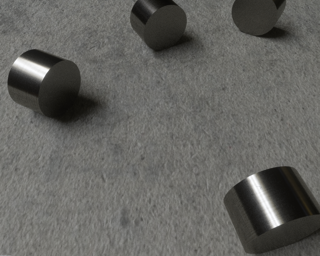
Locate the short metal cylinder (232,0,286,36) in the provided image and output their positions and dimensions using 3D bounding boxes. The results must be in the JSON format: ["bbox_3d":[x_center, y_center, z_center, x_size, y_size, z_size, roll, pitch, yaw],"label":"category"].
[{"bbox_3d":[0.175,-0.213,0.549,0.080,0.080,0.050,25,54,19],"label":"short metal cylinder"}]

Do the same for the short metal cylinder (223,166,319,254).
[{"bbox_3d":[0.109,0.081,0.301,0.081,0.080,0.050,-12,51,-10],"label":"short metal cylinder"}]

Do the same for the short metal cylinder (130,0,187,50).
[{"bbox_3d":[-0.003,-0.178,0.517,0.081,0.080,0.050,-23,54,-18],"label":"short metal cylinder"}]

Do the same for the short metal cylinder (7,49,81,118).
[{"bbox_3d":[-0.153,-0.060,0.416,0.050,0.080,0.080,22,53,17],"label":"short metal cylinder"}]
